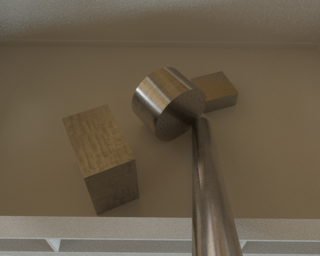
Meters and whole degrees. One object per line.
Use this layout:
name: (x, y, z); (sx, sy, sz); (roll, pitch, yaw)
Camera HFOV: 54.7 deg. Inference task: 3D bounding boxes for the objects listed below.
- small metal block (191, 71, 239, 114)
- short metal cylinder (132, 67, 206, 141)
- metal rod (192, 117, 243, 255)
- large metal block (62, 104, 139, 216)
small metal block: (0.078, -0.053, 0.450); (0.050, 0.025, 0.050); (-15, 52, -13)
short metal cylinder: (0.011, -0.030, 0.395); (0.081, 0.080, 0.050); (-29, 56, -23)
metal rod: (0.040, 0.035, 0.267); (0.025, 0.025, 0.301); (6, 15, 4)
large metal block: (-0.063, 0.035, 0.339); (0.050, 0.080, 0.080); (-20, 53, -16)
